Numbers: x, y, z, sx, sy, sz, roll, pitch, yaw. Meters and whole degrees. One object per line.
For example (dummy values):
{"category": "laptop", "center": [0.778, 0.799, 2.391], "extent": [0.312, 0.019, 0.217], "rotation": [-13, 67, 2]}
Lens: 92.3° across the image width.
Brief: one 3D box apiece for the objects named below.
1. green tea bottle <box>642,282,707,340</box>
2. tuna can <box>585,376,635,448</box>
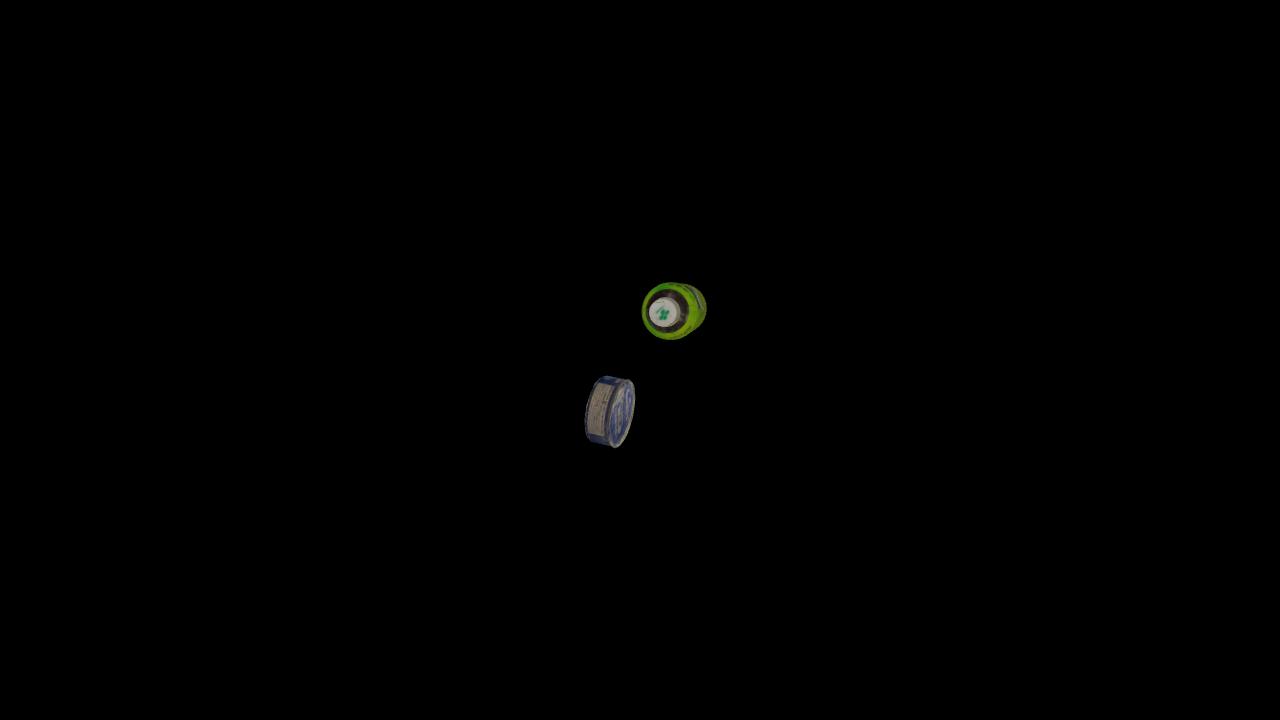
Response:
{"category": "green tea bottle", "center": [0.042, -0.062, 0.756], "extent": [0.073, 0.073, 0.212], "rotation": [0, 4, 10]}
{"category": "tuna can", "center": [-0.036, 0.062, 0.746], "extent": [0.034, 0.084, 0.084], "rotation": [11, 3, 18]}
